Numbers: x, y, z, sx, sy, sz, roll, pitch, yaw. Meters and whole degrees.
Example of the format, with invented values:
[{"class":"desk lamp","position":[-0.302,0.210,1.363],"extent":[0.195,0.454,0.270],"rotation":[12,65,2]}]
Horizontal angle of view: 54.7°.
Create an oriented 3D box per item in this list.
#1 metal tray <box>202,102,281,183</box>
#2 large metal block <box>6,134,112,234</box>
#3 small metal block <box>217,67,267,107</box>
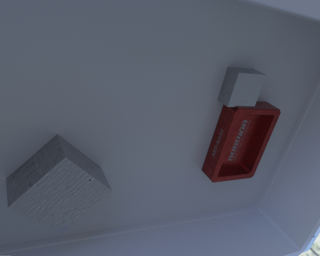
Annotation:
[{"class":"metal tray","position":[0.127,0.022,0.490],"extent":[0.091,0.030,0.129],"rotation":[-1,119,-29]},{"class":"large metal block","position":[-0.120,0.068,0.370],"extent":[0.080,0.050,0.080],"rotation":[-42,130,0]},{"class":"small metal block","position":[0.116,-0.057,0.439],"extent":[0.050,0.025,0.050],"rotation":[-1,119,-28]}]
